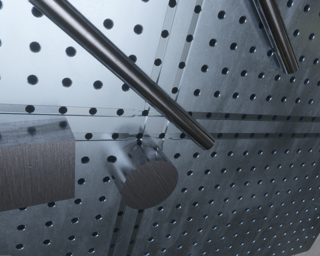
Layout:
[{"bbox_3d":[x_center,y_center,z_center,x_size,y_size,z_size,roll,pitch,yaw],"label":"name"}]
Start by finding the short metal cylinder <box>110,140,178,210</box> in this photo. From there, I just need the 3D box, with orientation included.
[{"bbox_3d":[-0.022,0.064,0.424,0.081,0.050,0.079,-14,125,-21],"label":"short metal cylinder"}]

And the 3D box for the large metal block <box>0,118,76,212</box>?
[{"bbox_3d":[-0.140,0.039,0.343,0.081,0.050,0.079,-6,121,-26],"label":"large metal block"}]

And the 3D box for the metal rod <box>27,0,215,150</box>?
[{"bbox_3d":[-0.019,-0.050,0.370,0.025,0.025,0.301,-47,130,5],"label":"metal rod"}]

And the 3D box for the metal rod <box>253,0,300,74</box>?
[{"bbox_3d":[0.116,-0.173,0.369,0.025,0.025,0.300,-43,130,1],"label":"metal rod"}]
